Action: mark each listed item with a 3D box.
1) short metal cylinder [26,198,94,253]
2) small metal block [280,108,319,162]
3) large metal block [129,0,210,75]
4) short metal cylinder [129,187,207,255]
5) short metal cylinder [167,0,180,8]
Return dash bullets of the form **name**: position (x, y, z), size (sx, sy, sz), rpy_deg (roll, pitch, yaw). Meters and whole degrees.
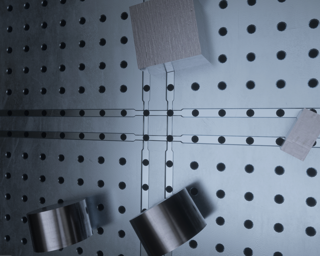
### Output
- **short metal cylinder**: position (-0.139, 0.133, 0.432), size (0.080, 0.080, 0.050), rpy_deg (-15, 85, 19)
- **small metal block**: position (0.158, 0.007, 0.344), size (0.025, 0.050, 0.050), rpy_deg (30, 100, 17)
- **large metal block**: position (0.013, -0.118, 0.395), size (0.080, 0.050, 0.080), rpy_deg (-9, 87, 19)
- **short metal cylinder**: position (0.010, 0.115, 0.380), size (0.080, 0.080, 0.050), rpy_deg (-34, 79, 17)
- **short metal cylinder**: position (0.011, -0.198, 0.395), size (0.080, 0.050, 0.080), rpy_deg (0, 90, 20)
